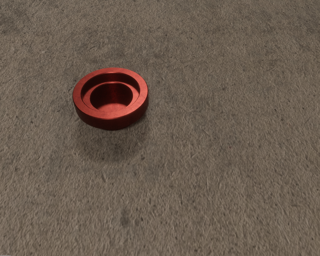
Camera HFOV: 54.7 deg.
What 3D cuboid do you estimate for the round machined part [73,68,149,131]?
[{"bbox_3d":[-0.064,-0.035,0.421,0.099,0.042,0.098,0,50,0],"label":"round machined part"}]
